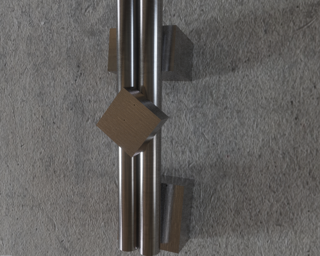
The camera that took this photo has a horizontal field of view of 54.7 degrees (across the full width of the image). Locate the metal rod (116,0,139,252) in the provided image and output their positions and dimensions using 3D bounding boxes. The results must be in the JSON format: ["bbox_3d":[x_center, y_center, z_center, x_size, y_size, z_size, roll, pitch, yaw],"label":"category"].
[{"bbox_3d":[-0.035,-0.008,0.345,0.025,0.025,0.298,3,98,20],"label":"metal rod"}]

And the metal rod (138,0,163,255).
[{"bbox_3d":[-0.011,-0.007,0.336,0.025,0.025,0.298,3,98,20],"label":"metal rod"}]

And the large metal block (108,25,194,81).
[{"bbox_3d":[-0.008,-0.089,0.384,0.080,0.080,0.050,4,91,20],"label":"large metal block"}]

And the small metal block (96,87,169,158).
[{"bbox_3d":[-0.028,-0.007,0.316,0.050,0.025,0.050,41,109,9],"label":"small metal block"}]

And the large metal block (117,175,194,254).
[{"bbox_3d":[-0.004,0.104,0.398,0.080,0.050,0.079,5,92,20],"label":"large metal block"}]
